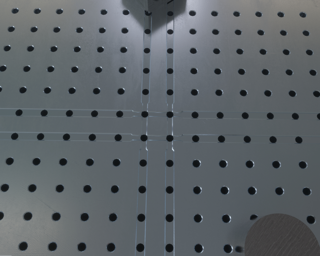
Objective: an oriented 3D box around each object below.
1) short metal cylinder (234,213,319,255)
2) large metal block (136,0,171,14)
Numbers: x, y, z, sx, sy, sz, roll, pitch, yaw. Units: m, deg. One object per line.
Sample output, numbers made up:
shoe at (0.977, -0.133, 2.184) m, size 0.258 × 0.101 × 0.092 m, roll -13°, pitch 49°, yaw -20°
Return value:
short metal cylinder at (0.129, 0.139, 0.348) m, size 0.081 × 0.050 × 0.080 m, roll 0°, pitch 70°, yaw 0°
large metal block at (-0.011, -0.242, 0.487) m, size 0.080 × 0.050 × 0.080 m, roll -36°, pitch 74°, yaw -12°
